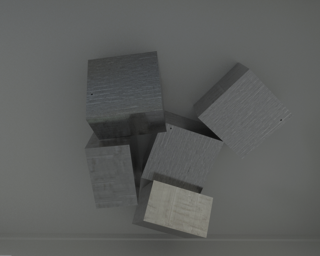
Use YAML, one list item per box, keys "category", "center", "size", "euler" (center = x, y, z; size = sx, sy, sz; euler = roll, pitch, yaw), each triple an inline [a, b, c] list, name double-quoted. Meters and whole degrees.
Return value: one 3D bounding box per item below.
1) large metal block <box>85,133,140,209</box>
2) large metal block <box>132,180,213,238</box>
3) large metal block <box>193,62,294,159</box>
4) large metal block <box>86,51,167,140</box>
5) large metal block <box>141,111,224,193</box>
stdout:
- category: "large metal block"
  center: [-0.056, 0.044, 0.396]
  size: [0.050, 0.080, 0.079]
  euler: [-5, 110, 1]
- category: "large metal block"
  center: [0.014, 0.112, 0.415]
  size: [0.080, 0.080, 0.050]
  euler: [18, 67, -9]
- category: "large metal block"
  center: [0.101, -0.022, 0.390]
  size: [0.080, 0.050, 0.080]
  euler: [42, 104, -14]
- category: "large metal block"
  center: [-0.038, -0.037, 0.360]
  size: [0.080, 0.080, 0.050]
  euler: [-7, 152, 3]
- category: "large metal block"
  center: [0.027, 0.031, 0.409]
  size: [0.080, 0.050, 0.079]
  euler: [18, 109, -7]
